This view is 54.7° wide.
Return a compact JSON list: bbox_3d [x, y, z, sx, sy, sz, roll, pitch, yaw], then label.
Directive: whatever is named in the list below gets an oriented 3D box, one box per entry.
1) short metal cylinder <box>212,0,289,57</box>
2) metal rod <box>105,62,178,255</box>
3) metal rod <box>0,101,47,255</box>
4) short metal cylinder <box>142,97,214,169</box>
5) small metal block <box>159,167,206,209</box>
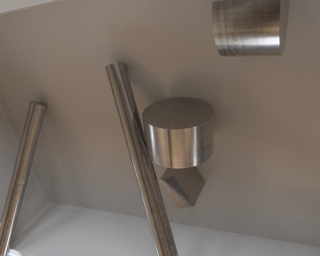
[{"bbox_3d":[0.081,-0.102,0.267,0.050,0.080,0.079,5,121,25],"label":"short metal cylinder"},{"bbox_3d":[-0.016,0.065,0.386,0.025,0.025,0.298,-17,88,34],"label":"metal rod"},{"bbox_3d":[-0.235,0.102,0.508,0.025,0.025,0.298,20,99,16],"label":"metal rod"},{"bbox_3d":[0.022,0.003,0.362,0.080,0.080,0.050,9,122,23],"label":"short metal cylinder"},{"bbox_3d":[0.032,0.072,0.419,0.025,0.050,0.050,-22,107,36],"label":"small metal block"}]
